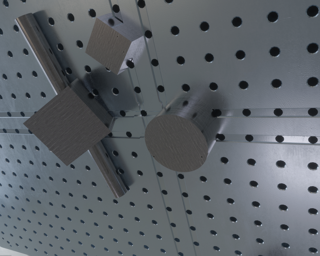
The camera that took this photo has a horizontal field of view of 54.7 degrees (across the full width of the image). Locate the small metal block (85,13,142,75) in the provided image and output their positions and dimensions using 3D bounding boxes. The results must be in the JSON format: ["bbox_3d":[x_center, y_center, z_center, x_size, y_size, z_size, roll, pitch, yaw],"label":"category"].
[{"bbox_3d":[-0.058,-0.102,0.378,0.050,0.025,0.050,36,129,4],"label":"small metal block"}]

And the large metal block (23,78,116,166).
[{"bbox_3d":[-0.121,-0.009,0.427,0.080,0.050,0.080,-37,107,11],"label":"large metal block"}]

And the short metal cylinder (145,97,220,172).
[{"bbox_3d":[0.028,0.008,0.385,0.080,0.050,0.079,13,124,21],"label":"short metal cylinder"}]

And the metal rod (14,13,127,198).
[{"bbox_3d":[-0.124,-0.021,0.463,0.025,0.025,0.299,-12,113,33],"label":"metal rod"}]
